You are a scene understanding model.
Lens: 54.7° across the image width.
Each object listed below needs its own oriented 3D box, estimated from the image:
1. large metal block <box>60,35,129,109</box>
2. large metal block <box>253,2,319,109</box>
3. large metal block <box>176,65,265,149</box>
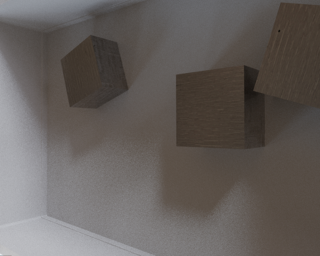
[{"bbox_3d":[-0.102,-0.082,0.475,0.080,0.050,0.080,-24,75,37],"label":"large metal block"},{"bbox_3d":[0.141,-0.060,0.274,0.080,0.050,0.079,23,105,37],"label":"large metal block"},{"bbox_3d":[0.065,-0.020,0.337,0.080,0.050,0.080,0,90,40],"label":"large metal block"}]
